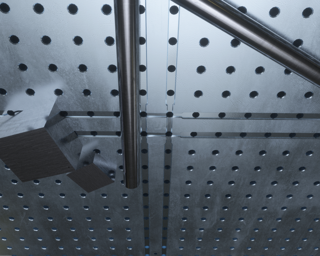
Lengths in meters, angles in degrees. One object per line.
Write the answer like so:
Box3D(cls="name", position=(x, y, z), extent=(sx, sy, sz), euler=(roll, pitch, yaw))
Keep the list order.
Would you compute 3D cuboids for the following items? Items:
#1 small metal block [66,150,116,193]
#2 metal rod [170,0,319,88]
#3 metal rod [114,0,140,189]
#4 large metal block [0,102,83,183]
Box3D(cls="small metal block", position=(-0.103, 0.067, 0.467), extent=(0.050, 0.025, 0.050), euler=(-25, 126, 19))
Box3D(cls="metal rod", position=(0.124, -0.088, 0.337), extent=(0.302, 0.025, 0.025), euler=(23, 126, -19))
Box3D(cls="metal rod", position=(-0.038, -0.028, 0.387), extent=(0.025, 0.025, 0.298), euler=(2, 130, -2))
Box3D(cls="large metal block", position=(-0.162, 0.021, 0.411), extent=(0.080, 0.050, 0.080), euler=(-13, 129, 11))
